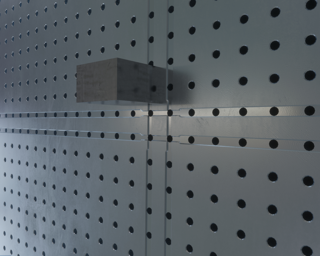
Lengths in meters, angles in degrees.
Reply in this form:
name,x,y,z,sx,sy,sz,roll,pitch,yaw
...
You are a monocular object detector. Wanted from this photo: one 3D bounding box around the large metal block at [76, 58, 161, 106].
name,x,y,z,sx,sy,sz,roll,pitch,yaw
large metal block,-0.055,-0.059,0.420,0.080,0.081,0.050,1,91,40
